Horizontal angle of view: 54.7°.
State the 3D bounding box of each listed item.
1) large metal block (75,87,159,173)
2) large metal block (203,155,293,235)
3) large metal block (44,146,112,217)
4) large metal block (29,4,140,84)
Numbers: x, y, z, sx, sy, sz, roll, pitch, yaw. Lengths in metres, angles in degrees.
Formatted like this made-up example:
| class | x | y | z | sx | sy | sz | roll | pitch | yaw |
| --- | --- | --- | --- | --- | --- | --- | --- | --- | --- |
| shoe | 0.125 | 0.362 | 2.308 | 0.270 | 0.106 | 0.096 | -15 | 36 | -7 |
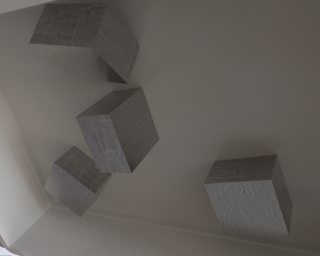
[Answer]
| class | x | y | z | sx | sy | sz | roll | pitch | yaw |
| --- | --- | --- | --- | --- | --- | --- | --- | --- | --- |
| large metal block | -0.050 | 0.002 | 0.401 | 0.050 | 0.080 | 0.080 | -3 | 117 | 30 |
| large metal block | 0.112 | 0.084 | 0.386 | 0.080 | 0.050 | 0.080 | -10 | 113 | 32 |
| large metal block | -0.139 | 0.091 | 0.522 | 0.080 | 0.050 | 0.080 | 37 | 129 | 3 |
| large metal block | -0.081 | -0.093 | 0.351 | 0.080 | 0.050 | 0.080 | 10 | 166 | 23 |
